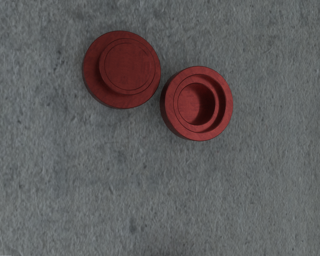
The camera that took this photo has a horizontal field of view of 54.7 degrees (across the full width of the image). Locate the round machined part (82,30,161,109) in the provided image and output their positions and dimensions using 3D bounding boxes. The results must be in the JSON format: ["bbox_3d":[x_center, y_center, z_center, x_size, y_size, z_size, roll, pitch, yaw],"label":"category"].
[{"bbox_3d":[-0.044,-0.073,0.384,0.099,0.042,0.097,0,90,-21],"label":"round machined part"}]

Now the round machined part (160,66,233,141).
[{"bbox_3d":[0.045,-0.032,0.418,0.099,0.042,0.097,0,90,-21],"label":"round machined part"}]
